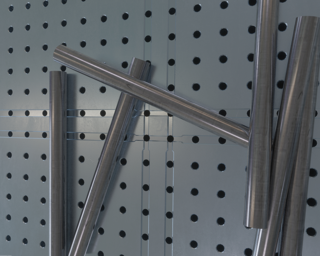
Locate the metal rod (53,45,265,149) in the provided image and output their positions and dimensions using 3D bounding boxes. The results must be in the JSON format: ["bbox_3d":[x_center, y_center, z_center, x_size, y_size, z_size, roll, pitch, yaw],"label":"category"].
[{"bbox_3d":[-0.002,-0.038,0.392,0.301,0.025,0.025,25,99,10],"label":"metal rod"}]

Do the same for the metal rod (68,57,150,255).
[{"bbox_3d":[-0.074,0.048,0.439,0.025,0.025,0.298,22,97,19],"label":"metal rod"}]

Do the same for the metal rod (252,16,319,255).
[{"bbox_3d":[0.136,0.033,0.344,0.025,0.025,0.298,10,99,20],"label":"metal rod"}]

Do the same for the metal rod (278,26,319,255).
[{"bbox_3d":[0.160,0.029,0.356,0.025,0.025,0.298,5,92,20],"label":"metal rod"}]

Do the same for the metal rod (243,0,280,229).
[{"bbox_3d":[0.117,-0.042,0.350,0.025,0.025,0.299,3,83,20],"label":"metal rod"}]

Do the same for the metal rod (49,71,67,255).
[{"bbox_3d":[-0.154,0.065,0.467,0.025,0.025,0.298,0,90,20],"label":"metal rod"}]
